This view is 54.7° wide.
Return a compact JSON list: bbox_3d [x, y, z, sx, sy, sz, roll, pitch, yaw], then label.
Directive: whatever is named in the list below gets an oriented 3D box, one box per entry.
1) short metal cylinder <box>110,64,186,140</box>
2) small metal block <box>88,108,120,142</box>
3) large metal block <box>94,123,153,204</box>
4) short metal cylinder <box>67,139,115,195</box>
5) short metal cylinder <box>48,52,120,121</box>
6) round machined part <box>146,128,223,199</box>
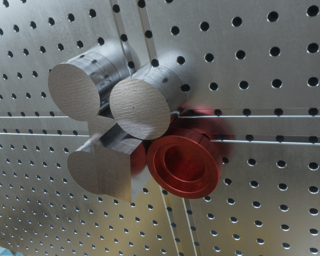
[{"bbox_3d":[-0.014,-0.032,0.382,0.080,0.050,0.079,13,124,21],"label":"short metal cylinder"},{"bbox_3d":[-0.076,-0.002,0.450,0.050,0.025,0.050,14,124,20],"label":"small metal block"},{"bbox_3d":[-0.042,0.039,0.418,0.050,0.080,0.079,15,125,20],"label":"large metal block"},{"bbox_3d":[-0.094,0.056,0.479,0.080,0.050,0.079,13,124,21],"label":"short metal cylinder"},{"bbox_3d":[-0.100,-0.055,0.413,0.080,0.050,0.079,13,124,21],"label":"short metal cylinder"},{"bbox_3d":[0.035,0.042,0.407,0.098,0.042,0.097,13,124,21],"label":"round machined part"}]
